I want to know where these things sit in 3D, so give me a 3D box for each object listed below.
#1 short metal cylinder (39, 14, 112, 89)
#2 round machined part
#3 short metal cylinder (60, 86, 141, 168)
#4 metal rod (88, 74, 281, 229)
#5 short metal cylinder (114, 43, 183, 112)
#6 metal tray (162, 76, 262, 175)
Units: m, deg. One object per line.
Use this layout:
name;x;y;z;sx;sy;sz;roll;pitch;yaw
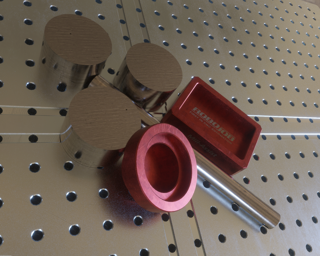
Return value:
short metal cylinder;-0.107;-0.096;0.393;0.081;0.050;0.080;14;56;-21
round machined part;-0.004;0.046;0.353;0.099;0.042;0.098;17;66;-43
short metal cylinder;-0.068;-0.001;0.355;0.081;0.050;0.080;14;56;-21
metal rod;0.033;0.033;0.406;0.300;0.025;0.025;38;51;-3
short metal cylinder;-0.017;-0.069;0.424;0.081;0.050;0.080;14;56;-21
metal tray;0.078;-0.005;0.449;0.130;0.030;0.090;38;52;-3
